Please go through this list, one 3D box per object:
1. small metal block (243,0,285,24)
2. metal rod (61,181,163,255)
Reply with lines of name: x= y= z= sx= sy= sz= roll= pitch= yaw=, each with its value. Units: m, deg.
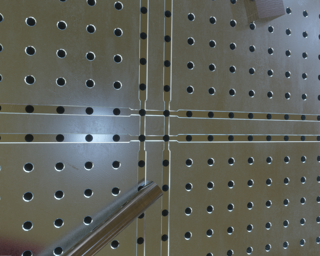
small metal block: x=0.158 y=-0.191 z=0.473 sx=0.050 sy=0.025 sz=0.050 roll=-16 pitch=96 yaw=-20
metal rod: x=-0.114 y=0.163 z=0.352 sx=0.302 sy=0.025 sz=0.025 roll=-37 pitch=102 yaw=-24
